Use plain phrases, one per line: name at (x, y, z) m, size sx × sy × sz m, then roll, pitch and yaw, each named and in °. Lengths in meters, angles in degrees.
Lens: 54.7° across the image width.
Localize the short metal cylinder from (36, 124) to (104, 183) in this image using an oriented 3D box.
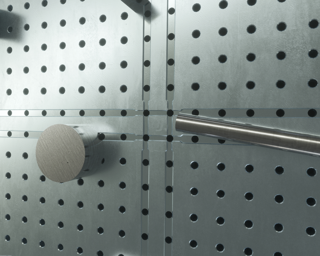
short metal cylinder at (-0.128, 0.034, 0.444) m, size 0.080 × 0.050 × 0.080 m, roll 0°, pitch 90°, yaw 19°

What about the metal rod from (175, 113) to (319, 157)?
metal rod at (0.164, 0.018, 0.354) m, size 0.301 × 0.025 × 0.025 m, roll 10°, pitch 94°, yaw 19°

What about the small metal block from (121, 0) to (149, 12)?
small metal block at (-0.046, -0.192, 0.415) m, size 0.025 × 0.050 × 0.050 m, roll -33°, pitch 80°, yaw 17°
